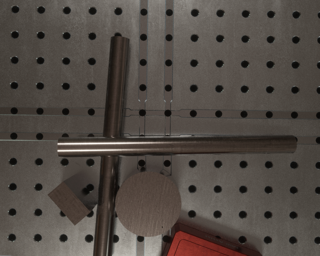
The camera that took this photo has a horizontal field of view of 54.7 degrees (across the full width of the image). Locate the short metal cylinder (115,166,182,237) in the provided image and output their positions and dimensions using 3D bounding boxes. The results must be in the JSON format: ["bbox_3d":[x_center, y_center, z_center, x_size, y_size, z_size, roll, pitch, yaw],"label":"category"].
[{"bbox_3d":[-0.014,0.092,0.401,0.081,0.050,0.079,0,90,-1],"label":"short metal cylinder"}]

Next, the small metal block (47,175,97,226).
[{"bbox_3d":[-0.110,0.091,0.400,0.025,0.050,0.050,-41,91,0],"label":"small metal block"}]

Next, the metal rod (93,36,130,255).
[{"bbox_3d":[-0.065,0.030,0.412,0.025,0.025,0.298,5,90,-1],"label":"metal rod"}]

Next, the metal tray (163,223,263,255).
[{"bbox_3d":[0.066,0.194,0.411,0.131,0.030,0.090,21,90,-1],"label":"metal tray"}]

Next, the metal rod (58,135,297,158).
[{"bbox_3d":[0.027,0.023,0.397,0.302,0.025,0.025,0,90,-7],"label":"metal rod"}]
